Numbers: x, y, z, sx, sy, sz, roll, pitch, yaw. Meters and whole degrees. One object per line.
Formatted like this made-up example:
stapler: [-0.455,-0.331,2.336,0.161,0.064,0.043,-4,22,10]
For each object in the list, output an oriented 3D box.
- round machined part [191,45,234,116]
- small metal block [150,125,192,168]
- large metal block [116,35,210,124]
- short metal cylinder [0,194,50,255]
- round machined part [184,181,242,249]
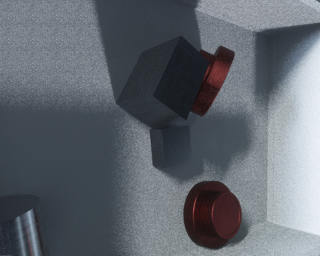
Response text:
round machined part: [0.059,-0.068,0.424,0.042,0.098,0.098,25,71,-1]
small metal block: [0.015,0.024,0.422,0.050,0.025,0.050,-9,96,-40]
large metal block: [0.003,-0.054,0.372,0.050,0.080,0.080,35,69,-30]
short metal cylinder: [-0.138,0.093,0.257,0.081,0.080,0.050,-14,99,-40]
round machined part: [0.085,0.128,0.461,0.099,0.042,0.097,9,77,-39]
